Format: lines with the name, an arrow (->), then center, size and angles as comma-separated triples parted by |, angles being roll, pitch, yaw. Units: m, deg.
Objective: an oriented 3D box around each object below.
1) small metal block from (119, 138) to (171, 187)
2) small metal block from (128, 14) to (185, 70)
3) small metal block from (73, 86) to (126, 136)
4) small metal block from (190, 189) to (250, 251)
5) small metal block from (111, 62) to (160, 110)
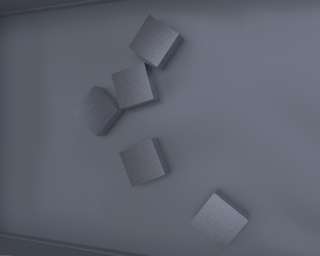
small metal block -> -0.020, 0.046, 0.417 | 0.050, 0.025, 0.050 | -24, 82, 18
small metal block -> -0.005, -0.113, 0.412 | 0.050, 0.025, 0.050 | 38, 102, 16
small metal block -> -0.086, -0.024, 0.441 | 0.050, 0.025, 0.050 | 44, 104, 14
small metal block -> 0.074, 0.113, 0.384 | 0.050, 0.025, 0.050 | 38, 102, 16
small metal block -> -0.033, -0.055, 0.422 | 0.050, 0.025, 0.050 | -16, 85, 19
